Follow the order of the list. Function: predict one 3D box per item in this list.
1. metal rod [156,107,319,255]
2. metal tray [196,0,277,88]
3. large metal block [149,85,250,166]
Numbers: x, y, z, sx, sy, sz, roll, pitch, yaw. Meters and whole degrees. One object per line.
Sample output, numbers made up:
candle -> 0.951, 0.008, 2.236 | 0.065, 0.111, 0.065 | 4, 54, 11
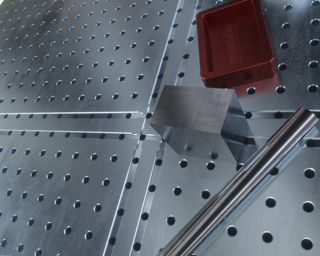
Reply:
metal rod -> 0.053, 0.092, 0.322 | 0.300, 0.025, 0.025 | -45, 51, -4
metal tray -> 0.100, -0.118, 0.424 | 0.090, 0.030, 0.130 | -13, 56, 20
large metal block -> 0.047, -0.003, 0.349 | 0.080, 0.080, 0.050 | 8, 66, 31
